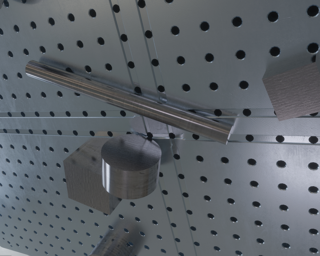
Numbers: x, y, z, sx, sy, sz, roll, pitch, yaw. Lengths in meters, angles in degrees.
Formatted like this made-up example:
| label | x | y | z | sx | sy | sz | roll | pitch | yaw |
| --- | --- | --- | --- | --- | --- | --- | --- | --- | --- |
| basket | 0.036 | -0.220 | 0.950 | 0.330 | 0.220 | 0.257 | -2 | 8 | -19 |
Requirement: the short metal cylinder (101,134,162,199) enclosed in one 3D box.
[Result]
| label | x | y | z | sx | sy | sz | roll | pitch | yaw |
| --- | --- | --- | --- | --- | --- | --- | --- | --- | --- |
| short metal cylinder | -0.040 | 0.052 | 0.429 | 0.080 | 0.080 | 0.050 | 18 | 125 | 18 |

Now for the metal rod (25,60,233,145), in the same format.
| label | x | y | z | sx | sy | sz | roll | pitch | yaw |
| --- | --- | --- | --- | --- | --- | --- | --- | --- | --- |
| metal rod | -0.053 | -0.040 | 0.414 | 0.301 | 0.025 | 0.025 | 20 | 126 | 16 |

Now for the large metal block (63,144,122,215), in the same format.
| label | x | y | z | sx | sy | sz | roll | pitch | yaw |
| --- | --- | --- | --- | --- | --- | --- | --- | --- | --- |
| large metal block | -0.103 | 0.082 | 0.500 | 0.080 | 0.050 | 0.079 | 17 | 125 | 18 |

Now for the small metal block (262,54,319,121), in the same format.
| label | x | y | z | sx | sy | sz | roll | pitch | yaw |
| --- | --- | --- | --- | --- | --- | --- | --- | --- | --- |
| small metal block | 0.139 | -0.040 | 0.313 | 0.050 | 0.025 | 0.050 | -16 | 110 | 34 |

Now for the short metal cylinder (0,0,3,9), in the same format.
| label | x | y | z | sx | sy | sz | roll | pitch | yaw |
| --- | --- | --- | --- | --- | --- | --- | --- | --- | --- |
| short metal cylinder | -0.235 | -0.188 | 0.383 | 0.080 | 0.080 | 0.050 | 40 | 129 | 1 |

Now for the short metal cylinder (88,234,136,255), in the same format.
| label | x | y | z | sx | sy | sz | roll | pitch | yaw |
| --- | --- | --- | --- | --- | --- | --- | --- | --- | --- |
| short metal cylinder | -0.095 | 0.256 | 0.603 | 0.080 | 0.050 | 0.079 | 13 | 124 | 21 |
